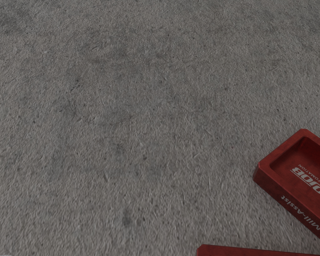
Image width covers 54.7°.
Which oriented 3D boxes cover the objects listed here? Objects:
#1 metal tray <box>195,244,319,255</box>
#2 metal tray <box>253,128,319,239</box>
[{"bbox_3d":[0.096,0.156,0.268,0.131,0.030,0.090,4,50,3],"label":"metal tray"},{"bbox_3d":[0.183,0.067,0.344,0.091,0.030,0.130,-32,57,-24],"label":"metal tray"}]
